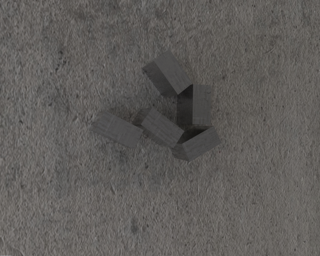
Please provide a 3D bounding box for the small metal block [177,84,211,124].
[{"bbox_3d":[0.044,-0.030,0.412,0.025,0.050,0.050,1,90,-20],"label":"small metal block"}]

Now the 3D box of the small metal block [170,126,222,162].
[{"bbox_3d":[0.044,0.019,0.412,0.050,0.050,0.025,-28,100,-18],"label":"small metal block"}]

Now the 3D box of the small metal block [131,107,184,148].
[{"bbox_3d":[-0.005,0.000,0.394,0.050,0.050,0.025,36,79,-17],"label":"small metal block"}]

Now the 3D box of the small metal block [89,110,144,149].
[{"bbox_3d":[-0.054,0.002,0.376,0.050,0.050,0.025,28,81,-18],"label":"small metal block"}]

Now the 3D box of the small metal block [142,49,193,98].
[{"bbox_3d":[0.008,-0.068,0.398,0.025,0.050,0.050,-40,103,-15],"label":"small metal block"}]
